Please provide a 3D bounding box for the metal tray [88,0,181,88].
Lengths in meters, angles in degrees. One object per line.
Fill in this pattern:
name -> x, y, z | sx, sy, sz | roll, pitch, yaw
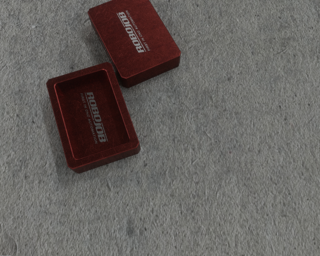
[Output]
metal tray -> -0.038, -0.132, 0.453 | 0.091, 0.030, 0.130 | -25, 72, -9

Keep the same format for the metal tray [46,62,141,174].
metal tray -> -0.088, -0.016, 0.410 | 0.091, 0.030, 0.130 | -19, 71, -7
